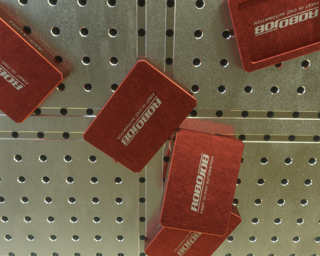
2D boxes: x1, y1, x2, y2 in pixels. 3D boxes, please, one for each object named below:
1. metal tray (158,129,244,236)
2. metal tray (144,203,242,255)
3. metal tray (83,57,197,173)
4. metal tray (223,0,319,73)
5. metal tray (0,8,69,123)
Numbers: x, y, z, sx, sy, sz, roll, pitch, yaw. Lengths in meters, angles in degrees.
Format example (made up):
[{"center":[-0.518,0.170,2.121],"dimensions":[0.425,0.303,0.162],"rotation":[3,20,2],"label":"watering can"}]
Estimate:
[{"center":[0.054,0.071,0.417],"dimensions":[0.091,0.030,0.129],"rotation":[11,91,-5],"label":"metal tray"},{"center":[0.047,0.155,0.469],"dimensions":[0.090,0.030,0.129],"rotation":[31,107,-12],"label":"metal tray"},{"center":[-0.027,-0.015,0.405],"dimensions":[0.090,0.030,0.130],"rotation":[36,106,-13],"label":"metal tray"},{"center":[0.150,-0.129,0.365],"dimensions":[0.131,0.030,0.090],"rotation":[-17,110,5],"label":"metal tray"},{"center":[-0.192,-0.080,0.378],"dimensions":[0.090,0.030,0.130],"rotation":[-43,105,13],"label":"metal tray"}]
